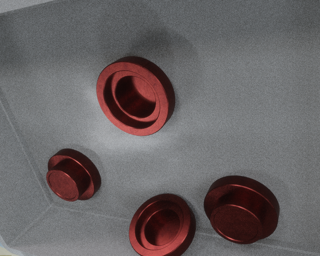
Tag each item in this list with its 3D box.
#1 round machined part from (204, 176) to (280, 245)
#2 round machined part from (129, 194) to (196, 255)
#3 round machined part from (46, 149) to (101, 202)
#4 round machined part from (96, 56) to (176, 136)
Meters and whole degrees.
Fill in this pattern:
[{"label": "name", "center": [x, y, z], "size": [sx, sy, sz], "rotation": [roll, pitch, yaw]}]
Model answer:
[{"label": "round machined part", "center": [0.105, 0.115, 0.414], "size": [0.098, 0.042, 0.097], "rotation": [13, 124, 21]}, {"label": "round machined part", "center": [0.008, 0.150, 0.455], "size": [0.098, 0.098, 0.042], "rotation": [-5, 137, 30]}, {"label": "round machined part", "center": [-0.155, 0.087, 0.533], "size": [0.098, 0.042, 0.097], "rotation": [13, 124, 21]}, {"label": "round machined part", "center": [-0.026, -0.042, 0.385], "size": [0.098, 0.042, 0.097], "rotation": [13, 124, 21]}]
